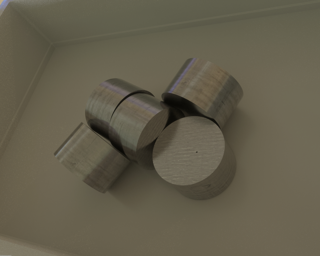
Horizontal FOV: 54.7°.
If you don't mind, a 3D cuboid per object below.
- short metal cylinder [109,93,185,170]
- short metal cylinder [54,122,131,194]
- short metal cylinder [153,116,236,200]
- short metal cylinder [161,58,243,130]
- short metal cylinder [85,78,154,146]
[{"bbox_3d":[-0.014,0.004,0.373,0.050,0.080,0.080,30,78,37],"label":"short metal cylinder"},{"bbox_3d":[-0.083,0.037,0.388,0.080,0.080,0.050,33,80,38],"label":"short metal cylinder"},{"bbox_3d":[0.039,0.034,0.345,0.080,0.050,0.080,-13,56,20],"label":"short metal cylinder"},{"bbox_3d":[0.049,-0.036,0.364,0.080,0.080,0.050,26,76,36],"label":"short metal cylinder"},{"bbox_3d":[-0.049,-0.019,0.404,0.050,0.080,0.080,29,77,37],"label":"short metal cylinder"}]
